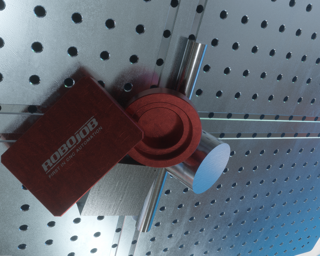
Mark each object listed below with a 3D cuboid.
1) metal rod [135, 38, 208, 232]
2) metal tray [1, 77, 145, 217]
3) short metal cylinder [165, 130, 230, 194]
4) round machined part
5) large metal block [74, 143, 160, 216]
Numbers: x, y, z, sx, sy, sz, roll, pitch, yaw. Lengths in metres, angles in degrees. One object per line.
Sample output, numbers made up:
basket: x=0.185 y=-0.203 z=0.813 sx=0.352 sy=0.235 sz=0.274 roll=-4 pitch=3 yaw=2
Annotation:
metal rod: x=0.009 y=0.027 z=0.434 sx=0.025 sy=0.025 sz=0.298 roll=1 pitch=118 yaw=-29
metal tray: x=-0.092 y=0.020 z=0.338 sx=0.130 sy=0.030 sz=0.090 roll=-44 pitch=91 yaw=2
short metal cylinder: x=0.054 y=0.045 z=0.435 sx=0.081 sy=0.050 sz=0.079 roll=-31 pitch=138 yaw=-33
round machined part: x=0.000 y=-0.003 z=0.382 sx=0.099 sy=0.042 sz=0.097 roll=0 pitch=115 yaw=0
large metal block: x=-0.059 y=0.066 z=0.404 sx=0.081 sy=0.050 sz=0.079 roll=11 pitch=113 yaw=-33
